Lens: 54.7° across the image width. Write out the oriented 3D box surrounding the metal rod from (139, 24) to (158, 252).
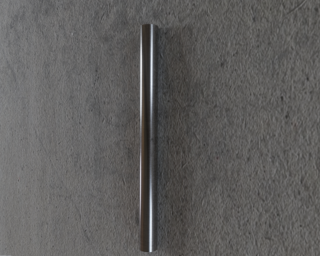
[{"bbox_3d":[-0.015,0.013,0.417,0.025,0.025,0.298,0,90,39],"label":"metal rod"}]
